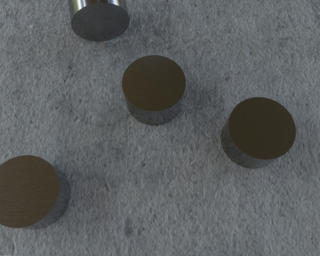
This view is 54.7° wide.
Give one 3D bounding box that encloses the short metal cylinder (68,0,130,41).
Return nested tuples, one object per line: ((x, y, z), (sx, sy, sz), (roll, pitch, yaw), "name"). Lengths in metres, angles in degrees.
((-0.087, -0.168, 0.439), (0.081, 0.080, 0.050), (-12, 71, -5), "short metal cylinder")

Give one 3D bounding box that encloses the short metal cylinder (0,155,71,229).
((-0.152, 0.077, 0.365), (0.081, 0.050, 0.080), (0, 70, 0), "short metal cylinder")

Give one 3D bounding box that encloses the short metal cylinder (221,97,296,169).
((0.122, 0.007, 0.394), (0.081, 0.050, 0.080), (0, 70, 0), "short metal cylinder")

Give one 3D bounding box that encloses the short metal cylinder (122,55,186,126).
((-0.008, -0.049, 0.413), (0.081, 0.050, 0.080), (0, 70, 0), "short metal cylinder")
